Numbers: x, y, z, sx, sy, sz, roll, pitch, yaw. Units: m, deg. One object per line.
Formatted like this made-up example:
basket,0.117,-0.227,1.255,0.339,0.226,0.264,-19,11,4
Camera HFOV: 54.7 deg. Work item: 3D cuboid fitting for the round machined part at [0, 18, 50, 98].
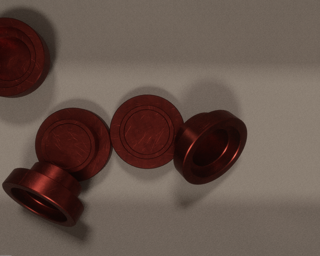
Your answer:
round machined part,-0.191,-0.087,0.400,0.099,0.042,0.097,0,90,-1

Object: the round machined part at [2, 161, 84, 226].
round machined part,-0.137,0.078,0.383,0.098,0.097,0.042,27,55,-1

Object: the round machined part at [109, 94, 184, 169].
round machined part,-0.017,0.005,0.403,0.099,0.042,0.097,0,90,-1

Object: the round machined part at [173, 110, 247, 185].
round machined part,0.057,0.019,0.386,0.098,0.098,0.042,-45,47,0

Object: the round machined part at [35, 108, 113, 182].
round machined part,-0.113,0.022,0.401,0.099,0.042,0.097,0,90,-1
